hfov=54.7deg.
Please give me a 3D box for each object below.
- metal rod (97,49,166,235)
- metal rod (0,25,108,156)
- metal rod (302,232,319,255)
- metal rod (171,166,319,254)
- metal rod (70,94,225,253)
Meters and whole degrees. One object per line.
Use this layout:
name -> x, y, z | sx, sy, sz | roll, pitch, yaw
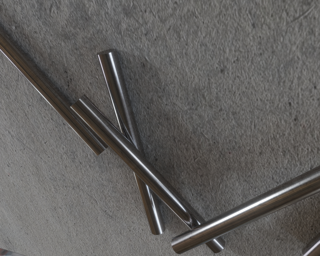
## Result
metal rod -> -0.035, 0.037, 0.447 | 0.025, 0.025, 0.298 | 1, 119, 28
metal rod -> -0.185, -0.077, 0.456 | 0.300, 0.025, 0.025 | 49, 129, -7
metal rod -> 0.236, 0.055, 0.315 | 0.025, 0.025, 0.298 | 27, 128, 11
metal rod -> 0.126, 0.093, 0.375 | 0.299, 0.025, 0.025 | -38, 97, 31
metal rod -> -0.008, 0.072, 0.431 | 0.025, 0.025, 0.300 | -30, 110, 38
